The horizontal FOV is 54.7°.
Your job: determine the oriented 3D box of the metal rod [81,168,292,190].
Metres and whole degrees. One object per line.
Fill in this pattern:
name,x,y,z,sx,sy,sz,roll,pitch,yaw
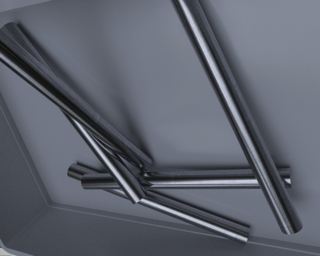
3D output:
metal rod,0.019,0.072,0.428,0.301,0.025,0.025,-5,116,25

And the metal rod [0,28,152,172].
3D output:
metal rod,-0.104,-0.029,0.361,0.025,0.025,0.300,-13,139,33

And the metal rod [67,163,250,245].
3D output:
metal rod,-0.013,0.113,0.483,0.301,0.025,0.025,17,125,18

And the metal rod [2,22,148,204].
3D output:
metal rod,-0.119,-0.021,0.429,0.300,0.025,0.025,52,128,1

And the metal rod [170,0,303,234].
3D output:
metal rod,0.084,-0.016,0.333,0.025,0.025,0.299,-21,101,35
